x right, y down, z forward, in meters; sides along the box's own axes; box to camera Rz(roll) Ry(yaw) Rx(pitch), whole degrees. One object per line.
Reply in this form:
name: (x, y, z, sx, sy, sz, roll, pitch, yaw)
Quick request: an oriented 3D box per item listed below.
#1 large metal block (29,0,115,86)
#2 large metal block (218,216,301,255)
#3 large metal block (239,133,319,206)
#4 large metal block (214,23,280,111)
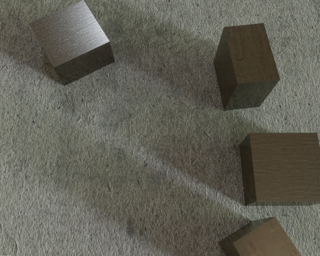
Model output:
large metal block: (-0.122, -0.120, 0.438, 0.080, 0.050, 0.080, -29, 73, -10)
large metal block: (0.111, 0.145, 0.327, 0.050, 0.080, 0.080, -28, 73, -10)
large metal block: (0.146, 0.051, 0.377, 0.081, 0.050, 0.080, 0, 70, 0)
large metal block: (0.109, -0.077, 0.408, 0.050, 0.080, 0.080, -7, 70, -2)
